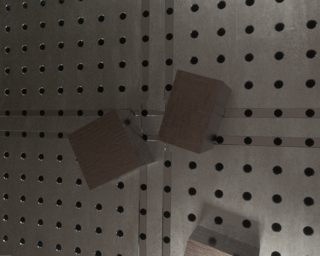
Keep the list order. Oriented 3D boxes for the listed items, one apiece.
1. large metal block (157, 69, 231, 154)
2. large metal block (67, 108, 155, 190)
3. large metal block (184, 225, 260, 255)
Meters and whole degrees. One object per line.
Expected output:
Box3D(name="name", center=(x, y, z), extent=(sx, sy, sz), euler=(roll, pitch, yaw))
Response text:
Box3D(name="large metal block", center=(0.044, -0.018, 0.367), extent=(0.050, 0.080, 0.080), euler=(18, 96, 19))
Box3D(name="large metal block", center=(-0.066, 0.028, 0.421), extent=(0.080, 0.050, 0.080), euler=(-27, 81, 17))
Box3D(name="large metal block", center=(0.068, 0.177, 0.375), extent=(0.080, 0.050, 0.079), euler=(17, 95, 19))
